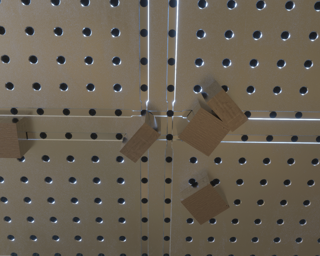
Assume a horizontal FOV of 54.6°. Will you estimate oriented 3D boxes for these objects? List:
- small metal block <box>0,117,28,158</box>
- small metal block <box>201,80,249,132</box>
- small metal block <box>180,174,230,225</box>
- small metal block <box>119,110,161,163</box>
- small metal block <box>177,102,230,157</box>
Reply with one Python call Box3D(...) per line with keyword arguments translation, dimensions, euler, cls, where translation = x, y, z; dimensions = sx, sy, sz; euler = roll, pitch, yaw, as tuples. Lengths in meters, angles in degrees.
Box3D(translation=(-0.210, 0.012, 0.416), dimensions=(0.050, 0.025, 0.050), euler=(1, 110, -1), cls="small metal block")
Box3D(translation=(0.080, -0.029, 0.390), dimensions=(0.025, 0.050, 0.050), euler=(-40, 105, 13), cls="small metal block")
Box3D(translation=(0.064, 0.105, 0.452), dimensions=(0.050, 0.025, 0.050), euler=(-35, 107, 12), cls="small metal block")
Box3D(translation=(-0.025, 0.010, 0.404), dimensions=(0.025, 0.050, 0.050), euler=(38, 106, -13), cls="small metal block")
Box3D(translation=(0.058, 0.002, 0.414), dimensions=(0.050, 0.025, 0.050), euler=(33, 107, -11), cls="small metal block")
